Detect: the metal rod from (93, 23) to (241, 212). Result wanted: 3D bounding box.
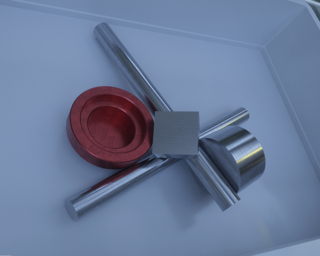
[{"bbox_3d":[-0.002,-0.027,0.398,0.025,0.025,0.299,-21,66,-36],"label":"metal rod"}]

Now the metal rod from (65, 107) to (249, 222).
[{"bbox_3d":[0.021,0.030,0.398,0.302,0.025,0.025,-25,76,-37],"label":"metal rod"}]

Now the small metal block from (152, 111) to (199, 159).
[{"bbox_3d":[0.020,0.008,0.358,0.050,0.025,0.050,1,74,10],"label":"small metal block"}]

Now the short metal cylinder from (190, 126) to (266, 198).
[{"bbox_3d":[0.083,0.042,0.389,0.050,0.080,0.080,-22,74,-36],"label":"short metal cylinder"}]

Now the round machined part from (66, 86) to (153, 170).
[{"bbox_3d":[-0.059,0.003,0.361,0.099,0.042,0.098,14,56,-21],"label":"round machined part"}]
